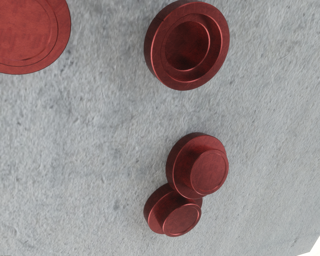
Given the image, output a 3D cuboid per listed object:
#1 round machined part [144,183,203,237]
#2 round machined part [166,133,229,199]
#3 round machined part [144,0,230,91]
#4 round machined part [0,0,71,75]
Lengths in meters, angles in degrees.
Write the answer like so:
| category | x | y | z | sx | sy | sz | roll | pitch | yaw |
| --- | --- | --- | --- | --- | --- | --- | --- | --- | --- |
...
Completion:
| category | x | y | z | sx | sy | sz | roll | pitch | yaw |
| --- | --- | --- | --- | --- | --- | --- | --- | --- | --- |
| round machined part | 0.027 | 0.135 | 0.496 | 0.099 | 0.042 | 0.097 | -14 | 125 | -21 |
| round machined part | 0.061 | 0.058 | 0.450 | 0.099 | 0.042 | 0.097 | -8 | 106 | -29 |
| round machined part | 0.026 | -0.095 | 0.353 | 0.099 | 0.042 | 0.097 | -14 | 125 | -21 |
| round machined part | -0.127 | -0.092 | 0.269 | 0.099 | 0.042 | 0.097 | -14 | 125 | -21 |
